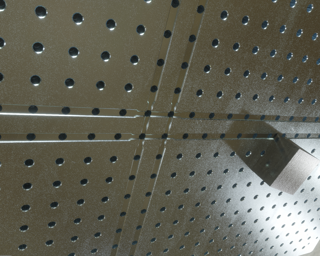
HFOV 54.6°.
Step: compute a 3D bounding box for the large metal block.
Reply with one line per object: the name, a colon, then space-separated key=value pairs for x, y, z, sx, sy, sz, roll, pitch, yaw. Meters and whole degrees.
large metal block: x=0.227 y=0.067 z=0.559 sx=0.080 sy=0.050 sz=0.080 roll=23 pitch=106 yaw=-37
